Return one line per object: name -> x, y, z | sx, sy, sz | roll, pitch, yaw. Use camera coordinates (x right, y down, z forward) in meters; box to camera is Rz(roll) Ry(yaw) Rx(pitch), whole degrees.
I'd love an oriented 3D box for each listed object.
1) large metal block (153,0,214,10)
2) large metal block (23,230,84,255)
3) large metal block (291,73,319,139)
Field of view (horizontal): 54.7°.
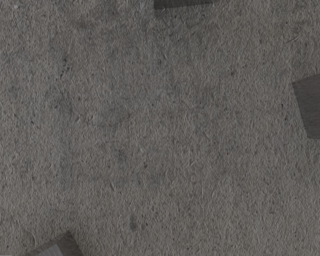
large metal block -> 0.029, -0.190, 0.382 | 0.080, 0.080, 0.050 | -6, 90, 0
large metal block -> -0.139, 0.193, 0.396 | 0.080, 0.050, 0.080 | -29, 90, 0
large metal block -> 0.215, -0.031, 0.384 | 0.050, 0.080, 0.080 | -16, 90, 0
